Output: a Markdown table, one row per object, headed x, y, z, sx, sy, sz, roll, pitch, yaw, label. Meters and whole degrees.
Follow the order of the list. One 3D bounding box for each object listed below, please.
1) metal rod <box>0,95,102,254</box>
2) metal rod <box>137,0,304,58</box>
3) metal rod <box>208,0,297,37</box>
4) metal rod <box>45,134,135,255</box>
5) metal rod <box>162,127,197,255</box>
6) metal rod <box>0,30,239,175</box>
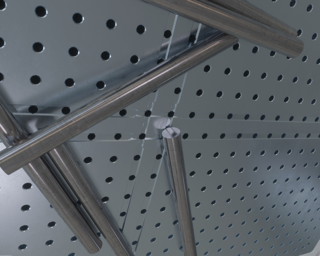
| x | y | z | sx | sy | sz | roll | pitch | yaw | label |
| --- | --- | --- | --- | --- | --- | --- | --- | --- | --- |
| -0.137 | 0.065 | 0.376 | 0.025 | 0.025 | 0.299 | -27 | 128 | -11 | metal rod |
| 0.044 | -0.127 | 0.336 | 0.302 | 0.025 | 0.025 | 10 | 113 | -27 | metal rod |
| 0.055 | -0.151 | 0.346 | 0.302 | 0.025 | 0.025 | 11 | 113 | -33 | metal rod |
| -0.087 | 0.118 | 0.435 | 0.025 | 0.025 | 0.299 | -27 | 128 | -11 | metal rod |
| 0.037 | 0.126 | 0.508 | 0.025 | 0.025 | 0.298 | -22 | 127 | -15 | metal rod |
| -0.034 | -0.040 | 0.349 | 0.301 | 0.025 | 0.025 | -32 | 129 | -15 | metal rod |
